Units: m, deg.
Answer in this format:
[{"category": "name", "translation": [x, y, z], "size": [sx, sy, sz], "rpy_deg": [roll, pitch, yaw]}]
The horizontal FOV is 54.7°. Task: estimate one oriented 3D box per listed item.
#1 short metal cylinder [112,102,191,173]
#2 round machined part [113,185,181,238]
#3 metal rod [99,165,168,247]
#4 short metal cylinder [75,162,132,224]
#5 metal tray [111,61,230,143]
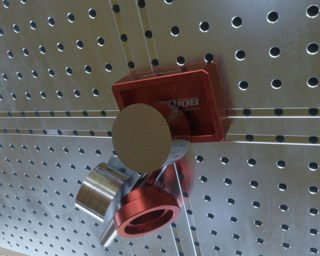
[{"category": "short metal cylinder", "translation": [-0.010, 0.009, 0.372], "size": [0.080, 0.050, 0.079], "rpy_deg": [4, 98, 29]}, {"category": "round machined part", "translation": [-0.022, 0.122, 0.465], "size": [0.097, 0.099, 0.042], "rpy_deg": [-58, 43, 39]}, {"category": "metal rod", "translation": [-0.045, 0.120, 0.509], "size": [0.025, 0.025, 0.298], "rpy_deg": [36, 129, 4]}, {"category": "short metal cylinder", "translation": [-0.086, 0.101, 0.484], "size": [0.050, 0.080, 0.079], "rpy_deg": [27, 128, 11]}, {"category": "metal tray", "translation": [0.012, -0.026, 0.385], "size": [0.130, 0.030, 0.090], "rpy_deg": [-4, 117, 30]}]
